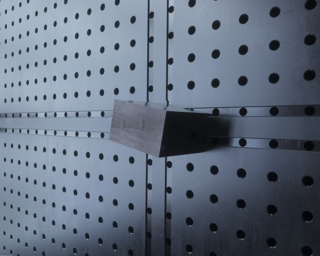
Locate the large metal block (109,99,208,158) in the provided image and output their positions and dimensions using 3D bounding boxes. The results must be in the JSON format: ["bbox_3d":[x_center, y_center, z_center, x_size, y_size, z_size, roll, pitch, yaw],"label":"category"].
[{"bbox_3d":[-0.002,-0.002,0.376,0.080,0.081,0.050,15,100,39],"label":"large metal block"}]
